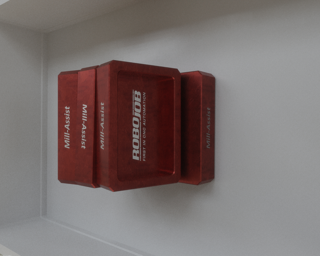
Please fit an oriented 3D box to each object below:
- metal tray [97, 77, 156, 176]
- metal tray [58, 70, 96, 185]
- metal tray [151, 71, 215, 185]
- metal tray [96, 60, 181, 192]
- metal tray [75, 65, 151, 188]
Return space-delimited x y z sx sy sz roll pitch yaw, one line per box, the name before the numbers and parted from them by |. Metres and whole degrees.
metal tray | -0.049 -0.003 0.441 0.090 0.030 0.129 1 90 40
metal tray | -0.084 -0.001 0.389 0.030 0.090 0.129 0 90 27
metal tray | 0.021 -0.001 0.384 0.090 0.030 0.129 1 90 40
metal tray | -0.021 -0.002 0.337 0.030 0.091 0.129 0 90 54
metal tray | -0.052 0.000 0.364 0.030 0.091 0.129 0 88 40
